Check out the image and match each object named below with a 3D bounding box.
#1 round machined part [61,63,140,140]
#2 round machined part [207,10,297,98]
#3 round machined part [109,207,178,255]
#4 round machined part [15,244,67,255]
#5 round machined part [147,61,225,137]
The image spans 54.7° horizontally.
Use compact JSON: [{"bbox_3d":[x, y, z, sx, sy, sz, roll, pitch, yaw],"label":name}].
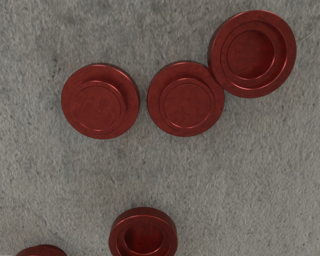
[{"bbox_3d":[-0.075,-0.030,0.389,0.099,0.042,0.097,0,110,-1],"label":"round machined part"},{"bbox_3d":[0.104,-0.087,0.367,0.099,0.042,0.097,-1,107,-4],"label":"round machined part"},{"bbox_3d":[-0.024,0.157,0.458,0.099,0.042,0.097,0,110,-1],"label":"round machined part"},{"bbox_3d":[-0.181,0.222,0.480,0.099,0.042,0.097,0,110,-1],"label":"round machined part"},{"bbox_3d":[0.033,-0.033,0.389,0.099,0.042,0.097,0,110,-1],"label":"round machined part"}]
